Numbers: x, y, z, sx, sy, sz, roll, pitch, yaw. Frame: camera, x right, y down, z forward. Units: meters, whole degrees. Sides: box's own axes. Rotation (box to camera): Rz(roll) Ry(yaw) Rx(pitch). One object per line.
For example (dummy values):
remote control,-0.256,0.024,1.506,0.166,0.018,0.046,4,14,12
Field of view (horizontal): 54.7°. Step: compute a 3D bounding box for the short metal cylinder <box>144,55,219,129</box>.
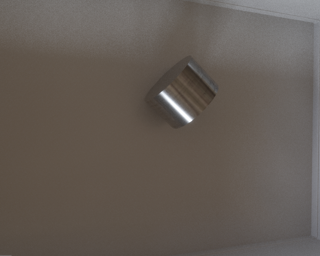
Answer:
short metal cylinder,0.027,-0.045,0.392,0.050,0.080,0.080,44,76,-15
